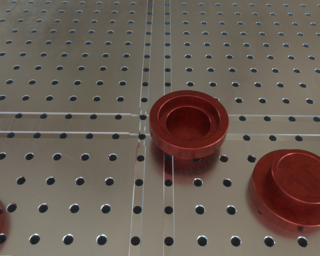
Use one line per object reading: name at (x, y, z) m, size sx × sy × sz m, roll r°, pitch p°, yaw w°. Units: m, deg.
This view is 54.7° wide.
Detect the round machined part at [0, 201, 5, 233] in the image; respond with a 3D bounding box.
round machined part at (-0.218, 0.094, 0.314) m, size 0.099 × 0.042 × 0.098 m, roll 0°, pitch 50°, yaw 0°

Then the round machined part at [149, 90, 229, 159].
round machined part at (0.036, 0.000, 0.397) m, size 0.099 × 0.042 × 0.098 m, roll 0°, pitch 50°, yaw 0°

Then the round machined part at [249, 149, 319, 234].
round machined part at (0.154, 0.063, 0.346) m, size 0.099 × 0.042 × 0.098 m, roll 0°, pitch 50°, yaw 0°
